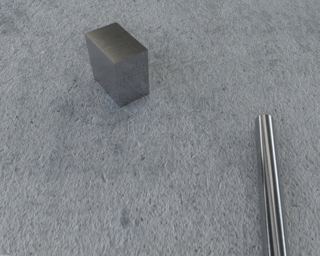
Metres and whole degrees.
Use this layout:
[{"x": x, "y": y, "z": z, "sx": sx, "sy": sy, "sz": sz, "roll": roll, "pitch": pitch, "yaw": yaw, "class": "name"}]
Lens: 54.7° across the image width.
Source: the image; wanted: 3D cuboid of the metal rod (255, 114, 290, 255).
[{"x": 0.117, "y": 0.104, "z": 0.317, "sx": 0.025, "sy": 0.025, "sz": 0.300, "roll": 7, "pitch": 50, "yaw": 5, "class": "metal rod"}]

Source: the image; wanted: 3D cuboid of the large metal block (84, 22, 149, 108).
[{"x": -0.060, "y": -0.090, "z": 0.442, "sx": 0.050, "sy": 0.080, "sz": 0.080, "roll": -29, "pitch": 56, "yaw": -22, "class": "large metal block"}]
